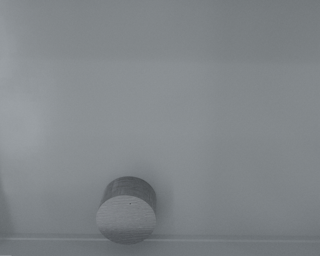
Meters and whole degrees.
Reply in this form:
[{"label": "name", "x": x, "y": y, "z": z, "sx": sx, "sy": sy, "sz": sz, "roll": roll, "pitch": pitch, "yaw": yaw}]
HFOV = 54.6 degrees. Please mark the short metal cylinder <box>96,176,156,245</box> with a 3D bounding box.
[{"label": "short metal cylinder", "x": -0.046, "y": 0.116, "z": 0.440, "sx": 0.080, "sy": 0.050, "sz": 0.079, "roll": 0, "pitch": 110, "yaw": 0}]
